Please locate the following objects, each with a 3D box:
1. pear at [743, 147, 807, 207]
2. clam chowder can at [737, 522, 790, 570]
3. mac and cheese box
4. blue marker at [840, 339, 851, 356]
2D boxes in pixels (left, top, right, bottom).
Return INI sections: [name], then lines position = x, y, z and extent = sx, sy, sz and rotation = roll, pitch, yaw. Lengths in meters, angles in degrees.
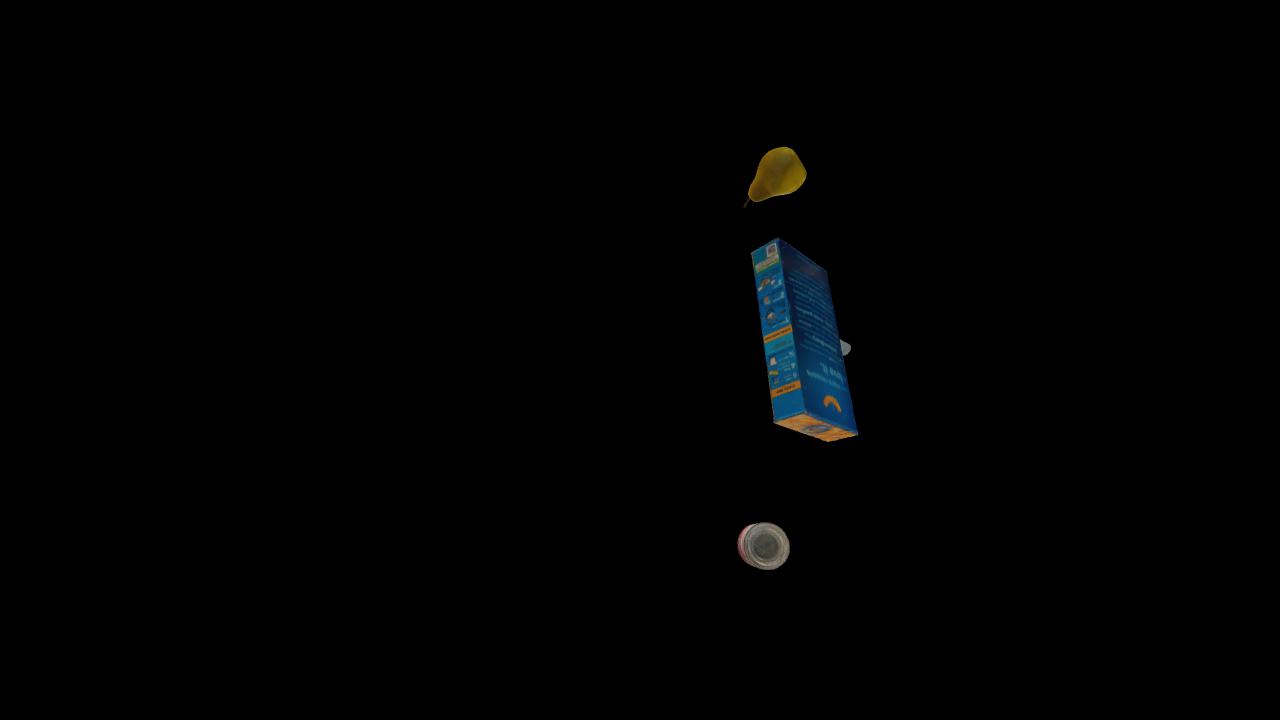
[pear]
position = 0.203, -0.282, 0.970
extent = 0.111, 0.080, 0.080
rotation = -32, -12, 20
[clam chowder can]
position = 0.185, 0.279, 0.925
extent = 0.068, 0.068, 0.102
rotation = 0, -16, 3
[mac and cheese box]
position = 0.159, -0.020, 0.600
extent = 0.093, 0.184, 0.041
rotation = 22, -34, -40
[blue marker]
position = 0.274, -0.043, 0.952
extent = 0.020, 0.020, 0.121
rotation = 0, 28, -36
